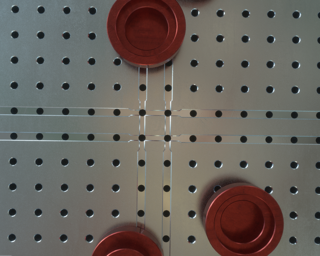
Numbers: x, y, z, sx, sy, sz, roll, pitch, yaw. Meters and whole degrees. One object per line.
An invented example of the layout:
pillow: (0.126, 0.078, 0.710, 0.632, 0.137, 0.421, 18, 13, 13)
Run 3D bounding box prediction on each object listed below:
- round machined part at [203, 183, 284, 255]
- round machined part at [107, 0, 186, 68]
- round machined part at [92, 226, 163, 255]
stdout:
round machined part: (0.106, 0.120, 0.406, 0.099, 0.042, 0.097, 0, 90, -1)
round machined part: (-0.017, -0.127, 0.405, 0.099, 0.042, 0.097, 0, 90, -1)
round machined part: (-0.043, 0.183, 0.404, 0.099, 0.042, 0.097, 0, 90, -1)
